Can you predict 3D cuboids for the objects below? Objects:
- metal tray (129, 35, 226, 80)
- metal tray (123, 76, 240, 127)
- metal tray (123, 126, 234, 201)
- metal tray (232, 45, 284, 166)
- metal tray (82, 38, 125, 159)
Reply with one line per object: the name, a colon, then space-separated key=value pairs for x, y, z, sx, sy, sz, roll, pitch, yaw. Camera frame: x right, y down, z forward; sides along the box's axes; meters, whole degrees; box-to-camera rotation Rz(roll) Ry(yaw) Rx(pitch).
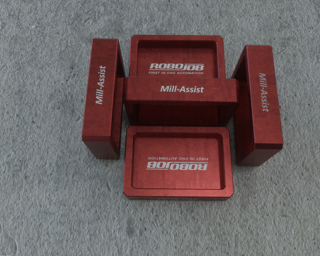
metal tray: x=0.024 y=-0.085 z=0.438 sx=0.131 sy=0.030 sz=0.090 roll=0 pitch=73 yaw=0
metal tray: x=0.025 y=-0.029 z=0.387 sx=0.131 sy=0.090 sz=0.030 roll=1 pitch=72 yaw=0
metal tray: x=0.022 y=0.044 z=0.392 sx=0.131 sy=0.030 sz=0.090 roll=1 pitch=69 yaw=0
metal tray: x=0.115 y=-0.025 z=0.384 sx=0.030 sy=0.090 sz=0.130 roll=1 pitch=70 yaw=1
metal tray: x=-0.066 y=-0.033 z=0.387 sx=0.030 sy=0.090 sz=0.130 roll=1 pitch=71 yaw=0
